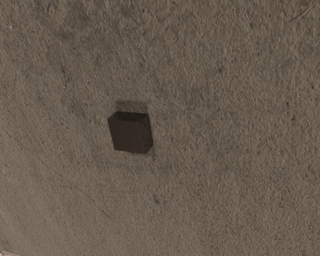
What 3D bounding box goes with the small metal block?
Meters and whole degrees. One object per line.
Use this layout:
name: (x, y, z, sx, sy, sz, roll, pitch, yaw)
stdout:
small metal block: (-0.040, 0.006, 0.430, 0.050, 0.025, 0.050, 6, 121, 25)
